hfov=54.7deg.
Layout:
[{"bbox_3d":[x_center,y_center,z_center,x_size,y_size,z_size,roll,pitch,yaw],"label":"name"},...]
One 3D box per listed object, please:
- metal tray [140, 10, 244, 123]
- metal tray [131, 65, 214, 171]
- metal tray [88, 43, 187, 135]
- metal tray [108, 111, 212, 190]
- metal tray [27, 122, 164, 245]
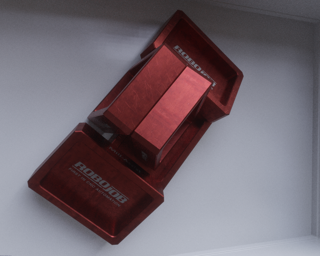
[{"bbox_3d":[0.047,-0.081,0.406,0.130,0.030,0.090,41,52,-16],"label":"metal tray"},{"bbox_3d":[0.011,-0.003,0.345,0.030,0.130,0.090,37,77,7],"label":"metal tray"},{"bbox_3d":[-0.032,-0.037,0.341,0.030,0.130,0.090,42,77,-15],"label":"metal tray"},{"bbox_3d":[0.001,0.006,0.407,0.090,0.030,0.130,41,77,-16],"label":"metal tray"},{"bbox_3d":[-0.071,0.067,0.362,0.130,0.030,0.090,42,101,-16],"label":"metal tray"}]
